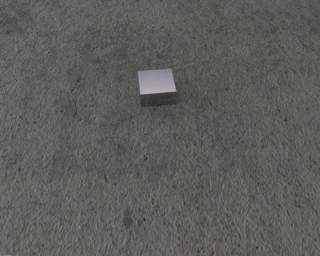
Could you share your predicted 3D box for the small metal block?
[{"bbox_3d":[-0.005,-0.059,0.453,0.050,0.025,0.050,-5,50,-5],"label":"small metal block"}]
